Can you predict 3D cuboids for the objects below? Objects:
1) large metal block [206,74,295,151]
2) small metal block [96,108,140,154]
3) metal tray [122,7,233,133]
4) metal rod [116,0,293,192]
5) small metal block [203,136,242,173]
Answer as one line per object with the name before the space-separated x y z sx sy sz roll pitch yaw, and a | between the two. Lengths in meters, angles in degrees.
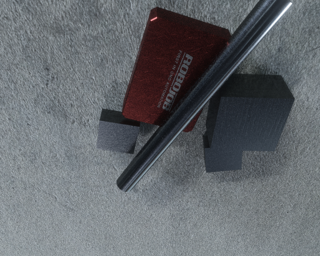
large metal block | 0.104 -0.018 0.377 0.081 0.050 0.079 1 130 -2
small metal block | -0.055 0.005 0.411 0.050 0.025 0.050 9 130 -8
metal tray | 0.016 -0.059 0.354 0.091 0.030 0.129 13 129 -12
metal rod | 0.028 -0.018 0.351 0.025 0.025 0.298 25 126 -20
small metal block | 0.088 0.035 0.439 0.050 0.025 0.050 -6 130 4
